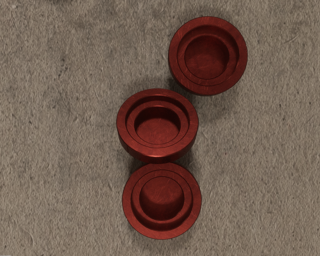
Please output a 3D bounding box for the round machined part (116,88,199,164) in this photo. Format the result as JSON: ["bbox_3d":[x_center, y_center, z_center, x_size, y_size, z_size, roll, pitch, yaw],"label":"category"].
[{"bbox_3d":[-0.003,0.001,0.387,0.099,0.042,0.098,1,58,-1],"label":"round machined part"}]

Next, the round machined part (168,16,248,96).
[{"bbox_3d":[0.059,-0.090,0.402,0.099,0.042,0.097,0,90,-1],"label":"round machined part"}]

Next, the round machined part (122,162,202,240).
[{"bbox_3d":[0.002,0.089,0.402,0.099,0.042,0.097,0,90,-1],"label":"round machined part"}]
